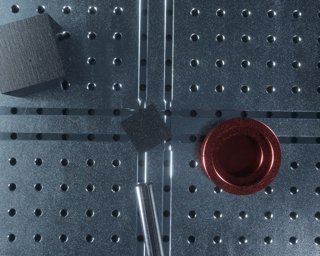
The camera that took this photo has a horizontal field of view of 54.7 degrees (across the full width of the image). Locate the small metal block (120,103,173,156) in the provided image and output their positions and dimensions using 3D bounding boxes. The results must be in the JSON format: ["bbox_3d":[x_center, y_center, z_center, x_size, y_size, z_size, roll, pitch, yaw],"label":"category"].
[{"bbox_3d":[-0.018,0.002,0.413,0.050,0.025,0.050,-31,90,-1],"label":"small metal block"}]

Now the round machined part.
[{"bbox_3d":[0.103,0.035,0.406,0.099,0.042,0.097,0,90,-1],"label":"round machined part"}]

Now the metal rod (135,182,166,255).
[{"bbox_3d":[0.004,0.222,0.413,0.025,0.025,0.298,-10,90,0],"label":"metal rod"}]

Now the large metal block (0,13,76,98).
[{"bbox_3d":[-0.164,-0.091,0.399,0.080,0.050,0.080,-16,90,-1],"label":"large metal block"}]
